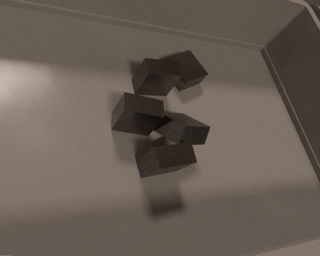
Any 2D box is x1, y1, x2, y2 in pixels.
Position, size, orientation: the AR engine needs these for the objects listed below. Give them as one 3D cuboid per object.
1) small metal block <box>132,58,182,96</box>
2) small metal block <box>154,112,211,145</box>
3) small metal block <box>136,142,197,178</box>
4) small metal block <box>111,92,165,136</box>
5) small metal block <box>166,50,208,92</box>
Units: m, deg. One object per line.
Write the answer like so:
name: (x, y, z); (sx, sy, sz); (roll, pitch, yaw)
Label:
small metal block: (-0.005, -0.069, 0.431); (0.050, 0.050, 0.025); (-1, 62, -29)
small metal block: (0.027, 0.000, 0.398); (0.050, 0.025, 0.050); (1, 21, -46)
small metal block: (0.007, 0.039, 0.369); (0.050, 0.050, 0.025); (-6, 74, -31)
small metal block: (-0.029, -0.016, 0.385); (0.050, 0.050, 0.025); (11, 57, -23)
small metal block: (0.038, -0.090, 0.483); (0.050, 0.025, 0.050); (-26, 76, -37)
